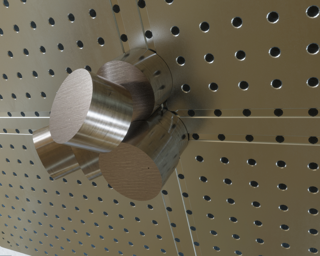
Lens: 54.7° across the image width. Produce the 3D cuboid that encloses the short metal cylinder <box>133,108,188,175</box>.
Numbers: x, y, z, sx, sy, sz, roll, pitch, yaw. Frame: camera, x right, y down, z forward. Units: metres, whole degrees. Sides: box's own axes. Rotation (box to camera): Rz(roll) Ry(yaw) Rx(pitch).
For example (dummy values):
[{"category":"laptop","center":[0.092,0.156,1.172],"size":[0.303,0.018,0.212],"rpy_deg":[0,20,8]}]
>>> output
[{"category":"short metal cylinder","center":[-0.009,0.019,0.411],"size":[0.080,0.050,0.079],"rpy_deg":[13,124,21]}]

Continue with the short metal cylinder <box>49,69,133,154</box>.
[{"category":"short metal cylinder","center":[-0.074,-0.017,0.331],"size":[0.080,0.080,0.050],"rpy_deg":[-26,147,37]}]

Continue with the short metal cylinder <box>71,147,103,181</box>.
[{"category":"short metal cylinder","center":[-0.088,0.026,0.429],"size":[0.050,0.080,0.080],"rpy_deg":[-24,111,-7]}]

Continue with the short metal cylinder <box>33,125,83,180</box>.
[{"category":"short metal cylinder","center":[-0.147,0.030,0.463],"size":[0.050,0.080,0.080],"rpy_deg":[-24,111,-8]}]

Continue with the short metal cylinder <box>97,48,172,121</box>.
[{"category":"short metal cylinder","center":[-0.032,-0.052,0.379],"size":[0.080,0.050,0.079],"rpy_deg":[13,124,21]}]

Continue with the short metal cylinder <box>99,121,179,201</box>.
[{"category":"short metal cylinder","center":[-0.024,0.038,0.364],"size":[0.080,0.050,0.079],"rpy_deg":[13,124,21]}]
